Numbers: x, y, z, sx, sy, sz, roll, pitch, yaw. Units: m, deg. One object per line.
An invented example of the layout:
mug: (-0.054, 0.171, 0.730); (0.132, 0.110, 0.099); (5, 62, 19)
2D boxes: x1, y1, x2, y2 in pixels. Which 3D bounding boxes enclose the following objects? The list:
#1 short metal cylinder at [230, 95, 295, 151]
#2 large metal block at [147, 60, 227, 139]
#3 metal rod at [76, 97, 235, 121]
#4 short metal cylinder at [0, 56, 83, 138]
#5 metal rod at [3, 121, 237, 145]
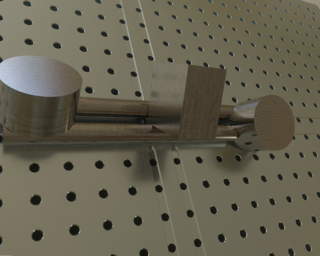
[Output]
short metal cylinder: (0.151, -0.005, 0.460); (0.081, 0.050, 0.080); (4, 82, -27)
large metal block: (0.029, -0.036, 0.372); (0.050, 0.080, 0.079); (1, 103, -28)
metal rod: (0.031, -0.024, 0.438); (0.303, 0.025, 0.025); (1, 62, -28)
short metal cylinder: (-0.127, -0.035, 0.326); (0.081, 0.050, 0.080); (15, 34, -10)
metal rod: (-0.027, 0.006, 0.389); (0.303, 0.025, 0.025); (1, 62, -28)
